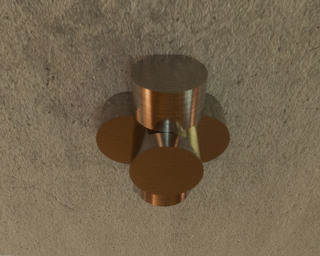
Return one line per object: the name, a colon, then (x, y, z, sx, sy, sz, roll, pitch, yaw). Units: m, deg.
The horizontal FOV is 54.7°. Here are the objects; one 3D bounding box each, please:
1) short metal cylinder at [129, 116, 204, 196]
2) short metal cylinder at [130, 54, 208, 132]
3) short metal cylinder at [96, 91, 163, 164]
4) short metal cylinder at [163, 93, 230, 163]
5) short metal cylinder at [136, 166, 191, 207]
short metal cylinder: (0.007, 0.033, 0.354, 0.081, 0.050, 0.079, 0, 130, 0)
short metal cylinder: (0.010, -0.040, 0.339, 0.081, 0.080, 0.050, 0, 130, -1)
short metal cylinder: (-0.036, 0.000, 0.392, 0.081, 0.050, 0.079, 0, 130, 0)
short metal cylinder: (0.044, 0.000, 0.393, 0.081, 0.050, 0.079, 0, 130, 0)
short metal cylinder: (0.005, 0.059, 0.424, 0.081, 0.080, 0.050, 0, 130, -1)
